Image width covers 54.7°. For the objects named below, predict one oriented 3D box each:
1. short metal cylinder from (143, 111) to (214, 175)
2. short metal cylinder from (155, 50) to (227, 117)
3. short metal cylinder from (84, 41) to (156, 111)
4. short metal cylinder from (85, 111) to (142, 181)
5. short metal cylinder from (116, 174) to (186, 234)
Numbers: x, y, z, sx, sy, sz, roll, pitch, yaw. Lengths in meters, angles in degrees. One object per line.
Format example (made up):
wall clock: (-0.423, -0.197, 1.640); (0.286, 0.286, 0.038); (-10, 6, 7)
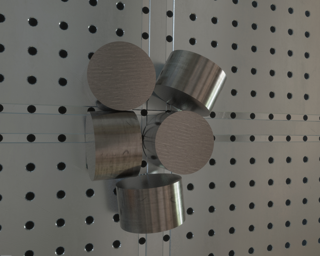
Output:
short metal cylinder: (0.023, 0.018, 0.408); (0.081, 0.050, 0.079); (0, 91, -21)
short metal cylinder: (0.038, -0.056, 0.397); (0.080, 0.080, 0.050); (30, 80, -18)
short metal cylinder: (-0.051, -0.060, 0.380); (0.081, 0.050, 0.079); (0, 90, -19)
short metal cylinder: (-0.057, 0.020, 0.363); (0.050, 0.080, 0.079); (-3, 91, -21)
short metal cylinder: (-0.011, 0.089, 0.379); (0.081, 0.080, 0.050); (-7, 93, -20)
